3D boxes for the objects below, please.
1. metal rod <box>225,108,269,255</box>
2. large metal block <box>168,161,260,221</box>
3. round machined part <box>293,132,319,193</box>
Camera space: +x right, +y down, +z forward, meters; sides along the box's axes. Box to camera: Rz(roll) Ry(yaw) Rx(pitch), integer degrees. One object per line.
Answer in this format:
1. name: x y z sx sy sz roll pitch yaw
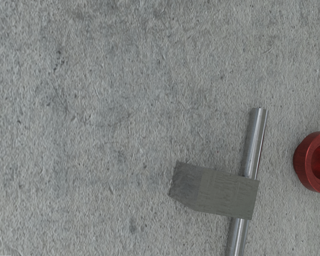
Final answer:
1. metal rod: 0.122 0.119 0.455 0.025 0.025 0.298 13 86 -20
2. large metal block: 0.068 0.080 0.406 0.081 0.080 0.050 15 85 -20
3. round machined part: 0.255 0.054 0.497 0.099 0.042 0.097 0 90 -21
